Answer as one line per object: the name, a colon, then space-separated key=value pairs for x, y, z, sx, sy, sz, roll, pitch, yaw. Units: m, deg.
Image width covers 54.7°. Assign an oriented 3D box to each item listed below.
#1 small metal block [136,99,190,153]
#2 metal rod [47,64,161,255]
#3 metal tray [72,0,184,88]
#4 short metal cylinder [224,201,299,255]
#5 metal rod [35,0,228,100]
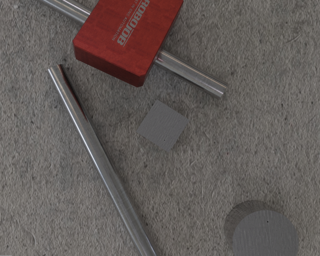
small metal block: x=0.004 y=-0.003 z=0.410 sx=0.050 sy=0.025 sz=0.050 roll=33 pitch=90 yaw=0
metal rod: x=-0.070 y=0.055 z=0.409 sx=0.025 sy=0.025 sz=0.299 roll=-27 pitch=90 yaw=0
metal tray: x=-0.036 y=-0.125 z=0.383 sx=0.090 sy=0.030 sz=0.130 roll=25 pitch=68 yaw=-2
short metal cylinder: x=0.127 y=0.139 z=0.399 sx=0.081 sy=0.050 sz=0.079 roll=0 pitch=90 yaw=0
metal rod: x=-0.049 y=-0.120 z=0.409 sx=0.301 sy=0.025 sz=0.025 roll=28 pitch=90 yaw=0
